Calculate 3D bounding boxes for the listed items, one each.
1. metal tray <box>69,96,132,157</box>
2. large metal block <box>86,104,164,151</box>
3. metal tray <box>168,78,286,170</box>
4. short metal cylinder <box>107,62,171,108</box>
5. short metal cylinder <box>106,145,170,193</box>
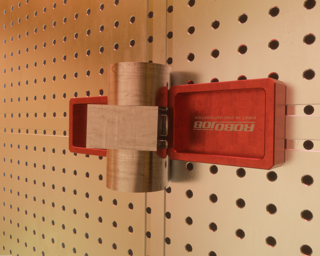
[{"bbox_3d":[-0.091,-0.003,0.481,0.130,0.030,0.089,2,91,40],"label":"metal tray"},{"bbox_3d":[-0.039,-0.001,0.387,0.080,0.080,0.050,2,91,6],"label":"large metal block"},{"bbox_3d":[0.069,-0.005,0.349,0.130,0.030,0.089,1,91,40],"label":"metal tray"},{"bbox_3d":[-0.026,-0.052,0.395,0.080,0.081,0.050,2,91,40],"label":"short metal cylinder"},{"bbox_3d":[-0.028,0.049,0.396,0.080,0.081,0.050,3,92,40],"label":"short metal cylinder"}]
